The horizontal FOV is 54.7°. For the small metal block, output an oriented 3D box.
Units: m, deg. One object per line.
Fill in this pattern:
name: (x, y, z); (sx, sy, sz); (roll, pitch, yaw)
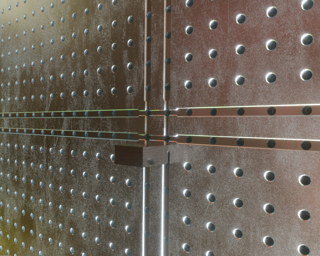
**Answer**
small metal block: (-0.024, 0.035, 0.411); (0.050, 0.050, 0.025); (1, 91, 39)
